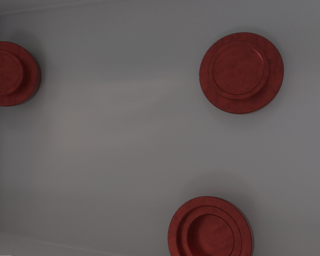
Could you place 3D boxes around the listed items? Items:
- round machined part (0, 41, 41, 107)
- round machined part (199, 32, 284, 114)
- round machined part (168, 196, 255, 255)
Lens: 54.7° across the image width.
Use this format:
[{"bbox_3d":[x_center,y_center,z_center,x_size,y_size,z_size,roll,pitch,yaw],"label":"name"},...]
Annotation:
[{"bbox_3d":[-0.234,-0.081,0.463,0.099,0.042,0.097,0,94,-7],"label":"round machined part"},{"bbox_3d":[0.094,-0.065,0.368,0.098,0.042,0.097,0,90,20],"label":"round machined part"},{"bbox_3d":[0.063,0.132,0.371,0.098,0.042,0.098,-6,74,22],"label":"round machined part"}]
